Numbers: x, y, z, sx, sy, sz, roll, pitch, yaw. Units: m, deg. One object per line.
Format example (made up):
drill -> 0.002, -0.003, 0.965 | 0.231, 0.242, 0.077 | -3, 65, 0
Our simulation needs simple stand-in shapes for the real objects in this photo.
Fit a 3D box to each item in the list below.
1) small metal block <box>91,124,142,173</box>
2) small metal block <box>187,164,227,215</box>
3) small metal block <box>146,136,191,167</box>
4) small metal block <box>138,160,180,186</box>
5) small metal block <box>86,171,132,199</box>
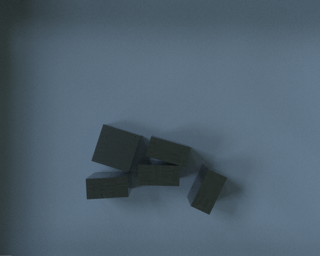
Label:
small metal block -> -0.057, 0.026, 0.411 | 0.050, 0.025, 0.050 | 18, 90, -1
small metal block -> 0.059, 0.077, 0.400 | 0.025, 0.050, 0.050 | 26, 90, 0
small metal block -> 0.010, 0.029, 0.399 | 0.050, 0.050, 0.025 | 16, 90, -1
small metal block -> -0.001, 0.057, 0.399 | 0.050, 0.050, 0.025 | 2, 90, -1
small metal block -> -0.064, 0.072, 0.398 | 0.050, 0.050, 0.025 | -3, 90, -1
